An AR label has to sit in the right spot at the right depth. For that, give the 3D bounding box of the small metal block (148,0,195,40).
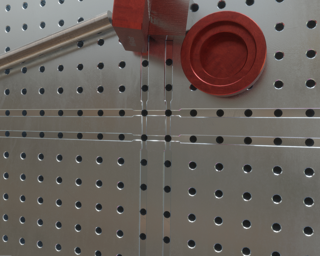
[{"bbox_3d":[0.015,-0.144,0.407,0.050,0.025,0.050,8,93,19],"label":"small metal block"}]

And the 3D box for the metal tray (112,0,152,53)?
[{"bbox_3d":[-0.028,-0.146,0.364,0.030,0.130,0.089,7,93,-1],"label":"metal tray"}]

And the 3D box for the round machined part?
[{"bbox_3d":[0.078,-0.086,0.376,0.098,0.042,0.097,0,90,19],"label":"round machined part"}]

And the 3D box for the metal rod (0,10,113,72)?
[{"bbox_3d":[-0.206,-0.118,0.483,0.301,0.025,0.025,-14,85,19],"label":"metal rod"}]
